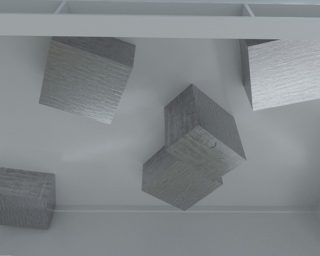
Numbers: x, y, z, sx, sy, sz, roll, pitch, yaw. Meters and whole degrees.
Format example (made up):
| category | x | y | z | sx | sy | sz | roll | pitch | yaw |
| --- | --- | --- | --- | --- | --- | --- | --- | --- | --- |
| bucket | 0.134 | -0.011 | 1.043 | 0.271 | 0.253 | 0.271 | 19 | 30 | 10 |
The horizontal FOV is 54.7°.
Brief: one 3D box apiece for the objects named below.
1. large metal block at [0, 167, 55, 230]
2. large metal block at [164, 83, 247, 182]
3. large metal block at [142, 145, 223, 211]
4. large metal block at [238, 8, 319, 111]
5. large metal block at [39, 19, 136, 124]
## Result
| category | x | y | z | sx | sy | sz | roll | pitch | yaw |
| --- | --- | --- | --- | --- | --- | --- | --- | --- | --- |
| large metal block | -0.212 | 0.112 | 0.486 | 0.081 | 0.050 | 0.079 | 9 | 130 | -8 |
| large metal block | 0.052 | 0.005 | 0.378 | 0.080 | 0.080 | 0.050 | 35 | 122 | -26 |
| large metal block | 0.031 | 0.067 | 0.450 | 0.080 | 0.050 | 0.080 | 31 | 124 | -24 |
| large metal block | 0.133 | -0.072 | 0.333 | 0.080 | 0.050 | 0.080 | -11 | 130 | 9 |
| large metal block | -0.079 | -0.060 | 0.341 | 0.081 | 0.050 | 0.079 | 17 | 128 | -14 |
